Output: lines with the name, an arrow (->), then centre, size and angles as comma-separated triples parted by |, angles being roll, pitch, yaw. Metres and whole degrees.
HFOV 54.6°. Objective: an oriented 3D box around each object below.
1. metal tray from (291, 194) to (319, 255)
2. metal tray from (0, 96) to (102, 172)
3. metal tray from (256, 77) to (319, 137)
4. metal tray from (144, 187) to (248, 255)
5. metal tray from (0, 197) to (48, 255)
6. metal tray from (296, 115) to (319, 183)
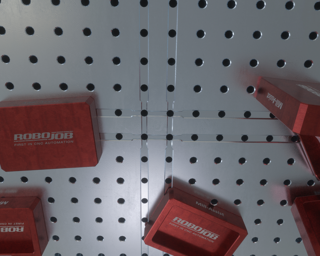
metal tray -> 0.263, 0.135, 0.428 | 0.131, 0.090, 0.030 | -8, 138, 2
metal tray -> -0.150, 0.008, 0.413 | 0.131, 0.030, 0.089 | -4, 110, 1
metal tray -> 0.173, -0.026, 0.349 | 0.091, 0.130, 0.030 | 7, 110, -3
metal tray -> 0.052, 0.155, 0.468 | 0.131, 0.030, 0.090 | 26, 108, -9
metal tray -> -0.243, 0.151, 0.464 | 0.131, 0.030, 0.089 | -1, 110, 0
metal tray -> 0.210, 0.034, 0.386 | 0.030, 0.090, 0.130 | -28, 113, 10
